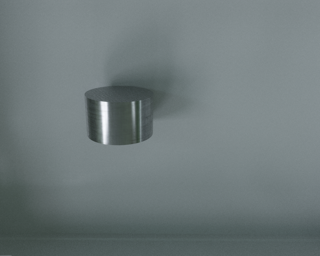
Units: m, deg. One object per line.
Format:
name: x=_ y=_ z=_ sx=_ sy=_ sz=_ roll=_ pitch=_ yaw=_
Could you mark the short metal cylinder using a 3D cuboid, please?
short metal cylinder: x=-0.048 y=-0.018 z=0.375 sx=0.081 sy=0.080 sz=0.050 roll=1 pitch=110 yaw=-1
